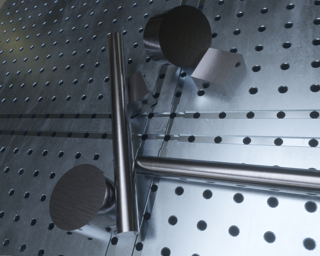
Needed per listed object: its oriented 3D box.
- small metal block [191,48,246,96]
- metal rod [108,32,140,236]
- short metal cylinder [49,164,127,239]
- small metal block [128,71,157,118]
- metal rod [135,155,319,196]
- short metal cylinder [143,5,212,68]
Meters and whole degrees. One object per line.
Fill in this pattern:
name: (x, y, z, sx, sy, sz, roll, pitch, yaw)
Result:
small metal block: (0.078, -0.076, 0.414, 0.050, 0.025, 0.050, 23, 74, 36)
metal rod: (-0.052, -0.013, 0.413, 0.025, 0.025, 0.299, -18, 58, 18)
short metal cylinder: (-0.087, 0.091, 0.382, 0.080, 0.050, 0.080, -13, 56, 21)
small metal block: (-0.038, -0.049, 0.459, 0.050, 0.025, 0.050, -30, 52, 9)
metal rod: (0.107, 0.051, 0.320, 0.300, 0.025, 0.025, 2, 63, 29)
short metal cylinder: (0.024, -0.124, 0.428, 0.080, 0.080, 0.050, -51, 28, -8)
